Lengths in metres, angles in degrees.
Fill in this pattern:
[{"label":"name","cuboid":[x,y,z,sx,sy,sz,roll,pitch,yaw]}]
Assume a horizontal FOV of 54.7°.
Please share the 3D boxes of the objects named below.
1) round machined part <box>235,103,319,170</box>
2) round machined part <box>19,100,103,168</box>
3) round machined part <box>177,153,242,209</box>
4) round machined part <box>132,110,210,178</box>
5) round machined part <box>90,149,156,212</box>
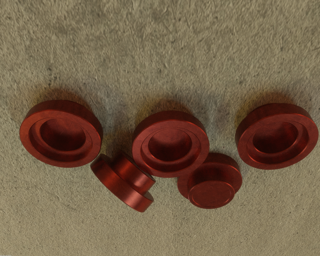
[{"label":"round machined part","cuboid":[0.147,0.007,0.403,0.099,0.042,0.097,0,130,0]},{"label":"round machined part","cuboid":[-0.122,0.003,0.397,0.099,0.042,0.097,0,130,0]},{"label":"round machined part","cuboid":[0.076,0.086,0.470,0.099,0.042,0.097,0,130,0]},{"label":"round machined part","cuboid":[0.012,0.017,0.407,0.099,0.042,0.097,-3,127,-3]},{"label":"round machined part","cuboid":[-0.044,0.067,0.426,0.042,0.098,0.098,-49,121,-3]}]
